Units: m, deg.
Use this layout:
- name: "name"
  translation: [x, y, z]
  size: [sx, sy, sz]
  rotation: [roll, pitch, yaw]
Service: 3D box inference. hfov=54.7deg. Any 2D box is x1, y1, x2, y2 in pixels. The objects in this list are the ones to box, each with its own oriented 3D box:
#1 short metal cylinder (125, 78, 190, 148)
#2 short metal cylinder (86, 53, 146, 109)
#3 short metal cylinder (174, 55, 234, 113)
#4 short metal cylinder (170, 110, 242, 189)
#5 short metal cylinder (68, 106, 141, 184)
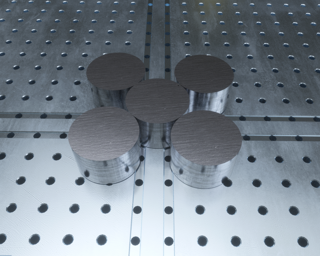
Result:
- name: "short metal cylinder"
  translation: [-0.003, -0.020, 0.407]
  size: [0.081, 0.050, 0.080]
  rotation: [0, 50, 0]
- name: "short metal cylinder"
  translation: [-0.060, -0.063, 0.443]
  size: [0.081, 0.050, 0.080]
  rotation: [0, 50, 0]
- name: "short metal cylinder"
  translation: [0.060, -0.059, 0.439]
  size: [0.081, 0.050, 0.080]
  rotation: [0, 50, 0]
- name: "short metal cylinder"
  translation: [0.052, 0.025, 0.370]
  size: [0.081, 0.050, 0.080]
  rotation: [0, 50, 0]
- name: "short metal cylinder"
  translation: [-0.064, 0.020, 0.372]
  size: [0.081, 0.050, 0.080]
  rotation: [0, 50, 0]
